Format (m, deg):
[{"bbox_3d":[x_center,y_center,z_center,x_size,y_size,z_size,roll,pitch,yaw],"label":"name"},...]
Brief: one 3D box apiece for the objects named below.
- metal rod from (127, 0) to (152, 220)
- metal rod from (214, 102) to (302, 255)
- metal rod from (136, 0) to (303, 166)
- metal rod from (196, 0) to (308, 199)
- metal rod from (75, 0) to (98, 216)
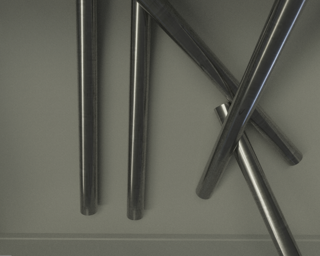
[{"bbox_3d":[-0.029,-0.011,0.406,0.025,0.025,0.298,3,110,-2],"label":"metal rod"},{"bbox_3d":[0.139,0.107,0.382,0.025,0.025,0.299,-24,82,8],"label":"metal rod"},{"bbox_3d":[0.083,-0.053,0.379,0.025,0.025,0.300,-42,110,14],"label":"metal rod"},{"bbox_3d":[0.088,-0.014,0.347,0.025,0.025,0.298,9,133,-4],"label":"metal rod"},{"bbox_3d":[-0.094,-0.019,0.403,0.025,0.025,0.298,4,110,-2],"label":"metal rod"}]
